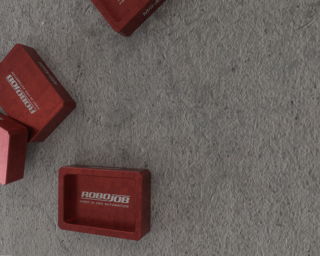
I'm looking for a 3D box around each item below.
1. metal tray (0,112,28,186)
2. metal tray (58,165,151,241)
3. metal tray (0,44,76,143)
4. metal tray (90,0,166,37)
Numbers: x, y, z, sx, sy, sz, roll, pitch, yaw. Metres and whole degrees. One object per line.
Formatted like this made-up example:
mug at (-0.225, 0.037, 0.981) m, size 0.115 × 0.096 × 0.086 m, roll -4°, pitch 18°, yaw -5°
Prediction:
metal tray at (-0.262, 0.019, 0.480) m, size 0.130 × 0.030 × 0.089 m, roll 25°, pitch 112°, yaw 25°
metal tray at (-0.079, 0.101, 0.434) m, size 0.130 × 0.030 × 0.089 m, roll 1°, pitch 90°, yaw 19°
metal tray at (-0.201, -0.053, 0.477) m, size 0.090 × 0.030 × 0.130 m, roll -43°, pitch 77°, yaw 15°
metal tray at (-0.031, -0.201, 0.417) m, size 0.130 × 0.030 × 0.090 m, roll -40°, pitch 78°, yaw 15°
